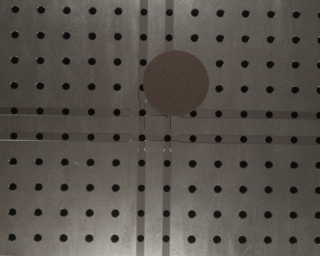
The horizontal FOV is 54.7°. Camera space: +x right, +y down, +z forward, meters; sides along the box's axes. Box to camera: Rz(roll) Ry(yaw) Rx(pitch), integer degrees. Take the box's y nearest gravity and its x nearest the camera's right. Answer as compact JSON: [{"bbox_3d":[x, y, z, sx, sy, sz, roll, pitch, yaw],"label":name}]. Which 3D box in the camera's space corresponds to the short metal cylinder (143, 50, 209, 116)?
[{"bbox_3d":[0.019,-0.055,0.401,0.081,0.050,0.079,0,90,-1],"label":"short metal cylinder"}]
